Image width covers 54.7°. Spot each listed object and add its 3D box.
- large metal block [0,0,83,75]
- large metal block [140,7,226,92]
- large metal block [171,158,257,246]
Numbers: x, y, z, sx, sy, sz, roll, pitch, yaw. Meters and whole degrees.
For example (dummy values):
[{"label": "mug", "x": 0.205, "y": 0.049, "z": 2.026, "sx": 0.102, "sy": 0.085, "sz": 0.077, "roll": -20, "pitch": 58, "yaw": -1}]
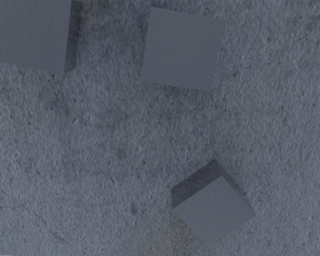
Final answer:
[{"label": "large metal block", "x": -0.139, "y": -0.112, "z": 0.353, "sx": 0.081, "sy": 0.050, "sz": 0.079, "roll": 11, "pitch": 110, "yaw": -5}, {"label": "large metal block", "x": 0.024, "y": -0.093, "z": 0.363, "sx": 0.081, "sy": 0.050, "sz": 0.079, "roll": 8, "pitch": 110, "yaw": -4}, {"label": "large metal block", "x": 0.073, "y": 0.104, "z": 0.436, "sx": 0.080, "sy": 0.050, "sz": 0.080, "roll": -38, "pitch": 106, "yaw": 12}]
